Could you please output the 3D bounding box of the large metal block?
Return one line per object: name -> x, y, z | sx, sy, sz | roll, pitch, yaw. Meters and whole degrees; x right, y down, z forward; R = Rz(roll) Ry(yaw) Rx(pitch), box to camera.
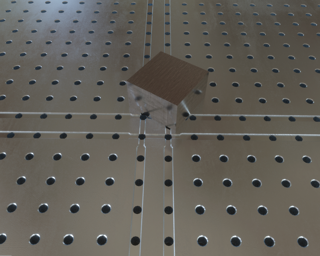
large metal block -> 0.011, -0.054, 0.437 | 0.080, 0.050, 0.080 | 28, 55, 21
